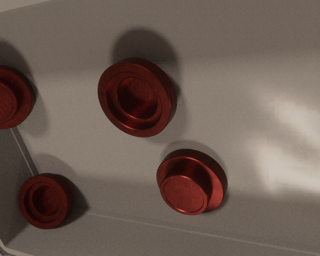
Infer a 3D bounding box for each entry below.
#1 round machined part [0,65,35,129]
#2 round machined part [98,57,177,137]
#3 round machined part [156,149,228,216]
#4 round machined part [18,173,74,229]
[{"bbox_3d":[-0.245,-0.043,0.467,0.099,0.042,0.097,-3,110,-8],"label":"round machined part"},{"bbox_3d":[-0.024,-0.041,0.384,0.098,0.042,0.097,13,124,20],"label":"round machined part"},{"bbox_3d":[0.039,0.081,0.426,0.098,0.042,0.097,13,124,20],"label":"round machined part"},{"bbox_3d":[-0.202,0.129,0.565,0.098,0.042,0.097,1,95,13],"label":"round machined part"}]
